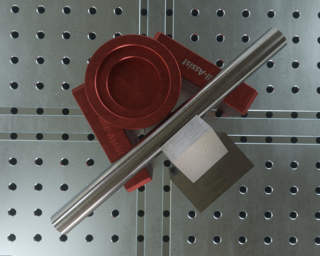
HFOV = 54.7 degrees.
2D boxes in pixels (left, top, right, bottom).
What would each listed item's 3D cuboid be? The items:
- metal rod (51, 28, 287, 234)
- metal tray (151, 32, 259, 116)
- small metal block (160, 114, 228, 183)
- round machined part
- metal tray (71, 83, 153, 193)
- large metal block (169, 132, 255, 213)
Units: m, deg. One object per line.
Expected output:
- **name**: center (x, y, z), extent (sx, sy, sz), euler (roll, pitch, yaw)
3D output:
- **metal rod**: center (0.010, 0.003, 0.323), extent (0.300, 0.025, 0.025), euler (-41, 91, -1)
- **metal tray**: center (0.046, -0.061, 0.380), extent (0.130, 0.090, 0.030), euler (31, 91, -1)
- **small metal block**: center (0.036, 0.023, 0.320), extent (0.050, 0.050, 0.025), euler (-43, 46, 0)
- **round machined part**: center (-0.028, -0.047, 0.336), extent (0.099, 0.042, 0.097), euler (0, 90, -1)
- **metal tray**: center (-0.053, 0.008, 0.380), extent (0.030, 0.090, 0.130), euler (-29, 90, 0)
- **large metal block**: center (0.058, 0.049, 0.383), extent (0.080, 0.080, 0.050), euler (-41, 91, 0)
